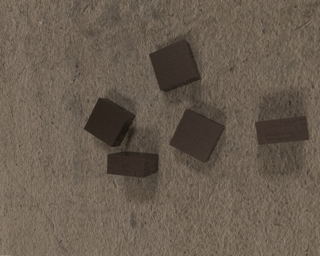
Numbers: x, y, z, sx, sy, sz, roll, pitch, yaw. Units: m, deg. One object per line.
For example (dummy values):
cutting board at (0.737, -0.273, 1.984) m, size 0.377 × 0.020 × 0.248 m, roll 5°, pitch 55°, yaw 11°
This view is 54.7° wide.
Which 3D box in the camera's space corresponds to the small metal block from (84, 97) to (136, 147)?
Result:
small metal block at (-0.070, -0.008, 0.433) m, size 0.050 × 0.025 × 0.050 m, roll 31°, pitch 100°, yaw 17°

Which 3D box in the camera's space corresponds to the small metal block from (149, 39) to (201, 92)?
small metal block at (0.020, -0.080, 0.401) m, size 0.050 × 0.025 × 0.050 m, roll -19°, pitch 84°, yaw 18°

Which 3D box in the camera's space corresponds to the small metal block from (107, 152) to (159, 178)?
small metal block at (-0.035, 0.047, 0.407) m, size 0.050 × 0.050 × 0.025 m, roll 3°, pitch 91°, yaw 19°

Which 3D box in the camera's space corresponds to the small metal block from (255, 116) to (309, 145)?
small metal block at (0.136, 0.003, 0.348) m, size 0.050 × 0.050 × 0.025 m, roll -7°, pitch 88°, yaw 19°

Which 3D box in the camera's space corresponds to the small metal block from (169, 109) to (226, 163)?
small metal block at (0.047, 0.009, 0.392) m, size 0.050 × 0.025 × 0.050 m, roll 27°, pitch 99°, yaw 17°
